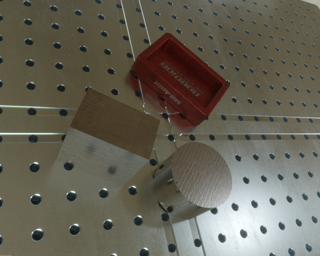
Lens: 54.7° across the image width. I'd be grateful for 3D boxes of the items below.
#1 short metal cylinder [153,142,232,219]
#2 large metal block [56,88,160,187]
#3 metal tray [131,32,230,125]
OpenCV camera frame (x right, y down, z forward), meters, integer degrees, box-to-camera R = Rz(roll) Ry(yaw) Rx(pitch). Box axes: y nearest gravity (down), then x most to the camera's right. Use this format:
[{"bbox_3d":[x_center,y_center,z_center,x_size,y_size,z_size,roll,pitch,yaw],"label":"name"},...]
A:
[{"bbox_3d":[0.039,0.064,0.374,0.081,0.050,0.080,14,56,-21],"label":"short metal cylinder"},{"bbox_3d":[-0.057,0.014,0.334,0.080,0.080,0.050,24,53,-14],"label":"large metal block"},{"bbox_3d":[0.034,-0.077,0.469,0.130,0.030,0.090,40,51,-1],"label":"metal tray"}]
